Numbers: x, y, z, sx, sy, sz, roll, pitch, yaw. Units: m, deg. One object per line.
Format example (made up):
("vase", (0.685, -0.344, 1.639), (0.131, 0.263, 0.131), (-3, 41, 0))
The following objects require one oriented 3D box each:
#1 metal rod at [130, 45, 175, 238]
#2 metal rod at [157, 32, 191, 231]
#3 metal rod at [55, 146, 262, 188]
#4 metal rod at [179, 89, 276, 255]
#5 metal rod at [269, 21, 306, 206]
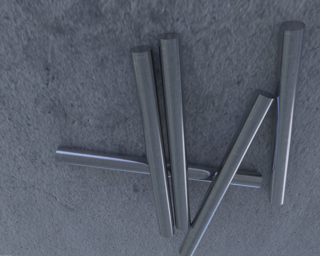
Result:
("metal rod", (-0.004, 0.040, 0.414), (0.025, 0.025, 0.298), (-5, 122, 4))
("metal rod", (0.023, 0.027, 0.406), (0.025, 0.025, 0.298), (-4, 123, 3))
("metal rod", (0.004, 0.059, 0.457), (0.302, 0.025, 0.025), (8, 130, -8))
("metal rod", (0.085, 0.083, 0.445), (0.025, 0.025, 0.298), (13, 119, -11))
("metal rod", (0.164, 0.006, 0.414), (0.025, 0.025, 0.298), (-9, 130, 7))
